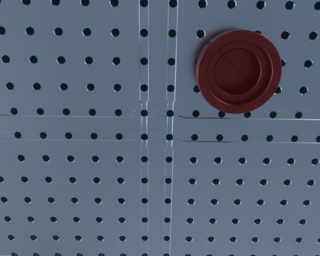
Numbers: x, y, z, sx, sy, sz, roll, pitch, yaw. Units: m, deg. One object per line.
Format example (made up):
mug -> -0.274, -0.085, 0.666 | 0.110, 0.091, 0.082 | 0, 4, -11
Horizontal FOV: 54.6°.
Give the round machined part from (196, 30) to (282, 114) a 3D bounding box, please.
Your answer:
round machined part -> 0.092, -0.070, 0.379 | 0.099, 0.042, 0.097 | 0, 110, 0
